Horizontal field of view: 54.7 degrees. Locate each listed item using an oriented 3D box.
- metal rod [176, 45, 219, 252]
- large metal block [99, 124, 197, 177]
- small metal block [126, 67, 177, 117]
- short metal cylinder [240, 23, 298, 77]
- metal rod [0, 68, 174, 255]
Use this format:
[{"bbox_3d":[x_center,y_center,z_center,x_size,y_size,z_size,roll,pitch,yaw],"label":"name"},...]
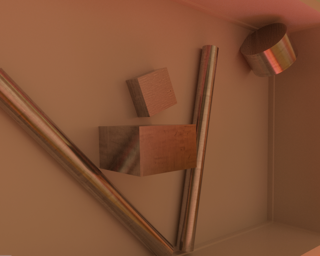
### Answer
[{"bbox_3d":[0.056,0.025,0.455,0.025,0.025,0.298,14,81,-40],"label":"metal rod"},{"bbox_3d":[-0.015,0.022,0.360,0.081,0.080,0.050,-3,92,-40],"label":"large metal block"},{"bbox_3d":[-0.010,-0.046,0.400,0.050,0.025,0.050,-29,108,-37],"label":"small metal block"},{"bbox_3d":[0.187,-0.133,0.530,0.050,0.080,0.080,48,61,-30],"label":"short metal cylinder"},{"bbox_3d":[-0.073,0.060,0.347,0.025,0.025,0.300,-52,121,-27],"label":"metal rod"}]
